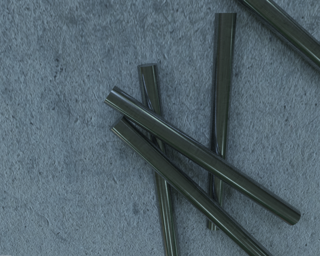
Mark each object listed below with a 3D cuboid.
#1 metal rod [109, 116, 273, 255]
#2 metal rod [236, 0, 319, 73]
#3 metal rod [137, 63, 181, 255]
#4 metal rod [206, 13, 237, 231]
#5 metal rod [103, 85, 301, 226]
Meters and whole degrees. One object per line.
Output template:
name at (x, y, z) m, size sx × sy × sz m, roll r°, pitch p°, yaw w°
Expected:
metal rod at (0.051, 0.094, 0.416) m, size 0.025 × 0.025 × 0.300 m, roll -42°, pitch 105°, yaw 14°
metal rod at (0.178, -0.098, 0.374) m, size 0.301 × 0.025 × 0.025 m, roll 35°, pitch 106°, yaw -12°
metal rod at (0.002, 0.061, 0.432) m, size 0.025 × 0.025 × 0.298 m, roll -7°, pitch 110°, yaw 2°
metal rod at (0.079, 0.006, 0.412) m, size 0.025 × 0.025 × 0.298 m, roll -1°, pitch 110°, yaw 0°
metal rod at (0.062, 0.042, 0.397) m, size 0.301 × 0.025 × 0.025 m, roll 34°, pitch 107°, yaw -12°
